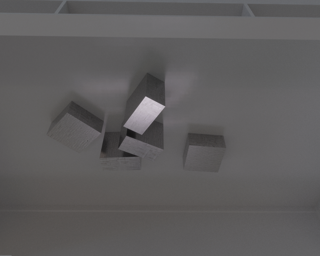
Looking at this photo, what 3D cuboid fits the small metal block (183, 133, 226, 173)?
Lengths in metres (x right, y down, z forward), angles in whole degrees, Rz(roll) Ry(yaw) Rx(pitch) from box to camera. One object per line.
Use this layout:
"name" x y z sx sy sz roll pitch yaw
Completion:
"small metal block" 0.062 0.036 0.440 0.050 0.025 0.050 4 130 -4

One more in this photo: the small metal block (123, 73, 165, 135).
"small metal block" -0.018 -0.029 0.368 0.025 0.050 0.050 26 125 -21

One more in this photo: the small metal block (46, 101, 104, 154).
"small metal block" -0.111 0.000 0.408 0.050 0.025 0.050 35 122 -26

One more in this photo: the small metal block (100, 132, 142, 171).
"small metal block" -0.051 0.030 0.418 0.050 0.050 0.025 -2 130 2

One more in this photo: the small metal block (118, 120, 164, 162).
"small metal block" -0.024 0.010 0.401 0.050 0.050 0.025 22 127 -18
